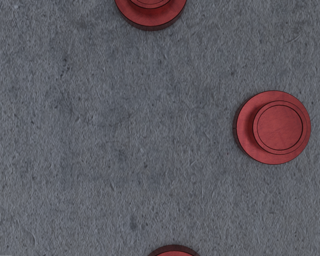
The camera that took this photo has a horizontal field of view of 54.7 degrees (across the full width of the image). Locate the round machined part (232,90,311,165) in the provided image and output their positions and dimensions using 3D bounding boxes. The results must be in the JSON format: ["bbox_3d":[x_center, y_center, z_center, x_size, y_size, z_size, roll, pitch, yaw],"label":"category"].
[{"bbox_3d":[0.148,-0.001,0.402,0.099,0.042,0.097,0,90,0],"label":"round machined part"}]

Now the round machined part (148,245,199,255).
[{"bbox_3d":[0.019,0.208,0.402,0.099,0.042,0.097,0,90,0],"label":"round machined part"}]

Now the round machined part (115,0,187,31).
[{"bbox_3d":[-0.012,-0.180,0.401,0.099,0.042,0.097,0,90,0],"label":"round machined part"}]
